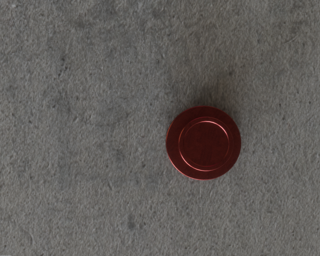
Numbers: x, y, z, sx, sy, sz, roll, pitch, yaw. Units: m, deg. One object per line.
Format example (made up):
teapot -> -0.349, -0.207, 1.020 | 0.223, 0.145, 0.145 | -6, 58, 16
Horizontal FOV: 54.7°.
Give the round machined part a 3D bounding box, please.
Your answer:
round machined part -> 0.057, 0.020, 0.402 | 0.099, 0.042, 0.097 | 0, 90, -1
